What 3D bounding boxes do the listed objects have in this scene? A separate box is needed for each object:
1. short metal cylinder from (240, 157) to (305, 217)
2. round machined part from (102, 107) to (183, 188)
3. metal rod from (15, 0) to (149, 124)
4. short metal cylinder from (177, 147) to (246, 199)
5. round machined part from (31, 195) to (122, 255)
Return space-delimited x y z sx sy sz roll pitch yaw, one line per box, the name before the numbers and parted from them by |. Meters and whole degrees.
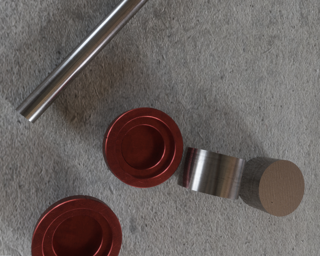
short metal cylinder | 0.163 0.084 0.458 0.081 0.050 0.079 0 90 -21
round machined part | -0.024 0.024 0.392 0.099 0.042 0.097 0 90 -21
metal rod | -0.062 -0.127 0.386 0.025 0.025 0.300 43 76 -16
short metal cylinder | 0.067 0.058 0.406 0.081 0.080 0.050 15 85 -20
round machined part | -0.098 0.127 0.365 0.099 0.042 0.097 0 90 -21
